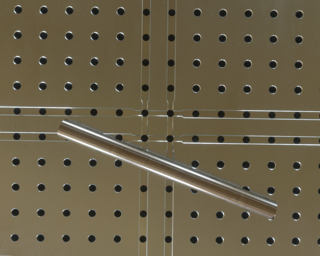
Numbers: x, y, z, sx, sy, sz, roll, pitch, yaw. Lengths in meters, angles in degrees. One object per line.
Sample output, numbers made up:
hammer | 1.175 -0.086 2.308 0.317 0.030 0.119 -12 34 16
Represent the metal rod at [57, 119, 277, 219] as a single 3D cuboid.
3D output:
metal rod | 0.010 0.055 0.413 0.301 0.025 0.025 21 90 0
